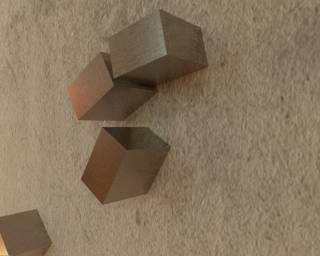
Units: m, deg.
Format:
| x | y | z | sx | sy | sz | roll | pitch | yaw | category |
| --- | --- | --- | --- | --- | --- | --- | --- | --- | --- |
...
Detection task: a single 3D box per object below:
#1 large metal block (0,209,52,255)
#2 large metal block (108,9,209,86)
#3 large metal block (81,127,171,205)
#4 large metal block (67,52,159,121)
| x | y | z | sx | sy | sz | roll | pitch | yaw | category |
| --- | --- | --- | --- | --- | --- | --- | --- | --- | --- |
| -0.265 | 0.208 | 0.584 | 0.080 | 0.081 | 0.050 | 52 | 120 | 27 | large metal block |
| -0.002 | -0.090 | 0.369 | 0.080 | 0.081 | 0.050 | -15 | 81 | 39 | large metal block |
| -0.044 | 0.045 | 0.403 | 0.050 | 0.081 | 0.079 | 39 | 113 | 33 | large metal block |
| -0.064 | -0.051 | 0.420 | 0.080 | 0.081 | 0.050 | -36 | 68 | 34 | large metal block |
